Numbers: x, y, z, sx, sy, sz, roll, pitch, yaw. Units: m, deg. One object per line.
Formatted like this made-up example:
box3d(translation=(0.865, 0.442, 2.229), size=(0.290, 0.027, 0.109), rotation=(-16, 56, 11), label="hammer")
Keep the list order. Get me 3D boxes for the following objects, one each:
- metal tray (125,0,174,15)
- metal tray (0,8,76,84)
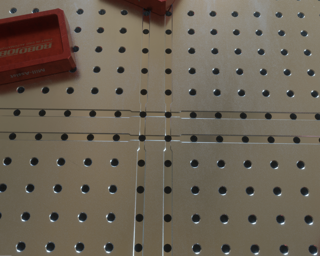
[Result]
box3d(translation=(-0.031, -0.246, 0.498), size=(0.130, 0.030, 0.090), rotation=(26, 72, 8), label="metal tray")
box3d(translation=(-0.196, -0.118, 0.449), size=(0.131, 0.030, 0.090), rotation=(-13, 71, -5), label="metal tray")
